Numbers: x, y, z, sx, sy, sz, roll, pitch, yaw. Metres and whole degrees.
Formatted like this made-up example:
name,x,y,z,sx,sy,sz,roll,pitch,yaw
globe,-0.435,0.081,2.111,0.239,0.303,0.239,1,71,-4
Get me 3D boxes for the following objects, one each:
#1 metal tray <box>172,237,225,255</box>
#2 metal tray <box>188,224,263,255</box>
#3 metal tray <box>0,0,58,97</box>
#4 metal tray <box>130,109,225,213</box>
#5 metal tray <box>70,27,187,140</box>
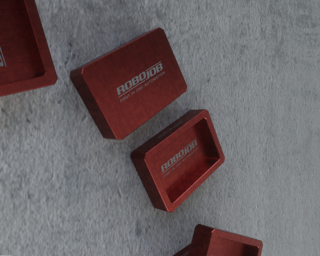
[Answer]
name,x,y,z,sx,sy,sz,roll,pitch,yaw
metal tray,0.054,0.218,0.450,0.131,0.030,0.089,-17,101,-39
metal tray,0.093,0.195,0.442,0.131,0.030,0.090,27,73,-37
metal tray,-0.155,-0.092,0.271,0.091,0.030,0.129,-22,104,-38
metal tray,0.030,0.041,0.429,0.131,0.030,0.090,-35,112,-35
metal tray,-0.031,-0.056,0.377,0.131,0.030,0.090,-39,114,-33
